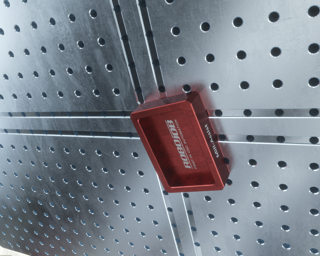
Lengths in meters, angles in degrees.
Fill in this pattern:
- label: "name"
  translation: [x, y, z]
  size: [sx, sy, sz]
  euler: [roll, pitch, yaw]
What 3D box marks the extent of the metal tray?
- label: "metal tray"
  translation: [0.027, 0.024, 0.408]
  size: [0.090, 0.030, 0.130]
  euler: [-11, 113, 33]
